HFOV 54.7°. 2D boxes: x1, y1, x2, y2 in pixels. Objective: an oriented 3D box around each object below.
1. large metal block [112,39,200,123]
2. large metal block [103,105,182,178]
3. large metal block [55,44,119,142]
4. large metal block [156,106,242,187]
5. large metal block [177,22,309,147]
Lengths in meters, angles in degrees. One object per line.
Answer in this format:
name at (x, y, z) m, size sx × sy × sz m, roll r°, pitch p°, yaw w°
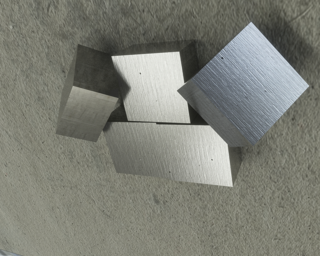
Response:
large metal block at (0.001, -0.054, 0.358) m, size 0.080 × 0.050 × 0.079 m, roll 3°, pitch 120°, yaw 26°
large metal block at (-0.022, 0.016, 0.411) m, size 0.080 × 0.050 × 0.079 m, roll 1°, pitch 119°, yaw 27°
large metal block at (-0.090, -0.042, 0.384) m, size 0.050 × 0.080 × 0.079 m, roll 14°, pitch 133°, yaw -23°
large metal block at (0.050, 0.020, 0.375) m, size 0.080 × 0.050 × 0.079 m, roll 1°, pitch 119°, yaw 27°
large metal block at (0.077, -0.038, 0.300) m, size 0.080 × 0.080 × 0.050 m, roll 46°, pitch 169°, yaw -4°
